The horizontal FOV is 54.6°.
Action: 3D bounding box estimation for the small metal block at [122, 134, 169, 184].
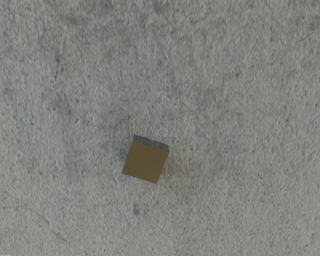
[{"bbox_3d":[-0.020,0.043,0.425,0.050,0.025,0.050,18,109,-7],"label":"small metal block"}]
